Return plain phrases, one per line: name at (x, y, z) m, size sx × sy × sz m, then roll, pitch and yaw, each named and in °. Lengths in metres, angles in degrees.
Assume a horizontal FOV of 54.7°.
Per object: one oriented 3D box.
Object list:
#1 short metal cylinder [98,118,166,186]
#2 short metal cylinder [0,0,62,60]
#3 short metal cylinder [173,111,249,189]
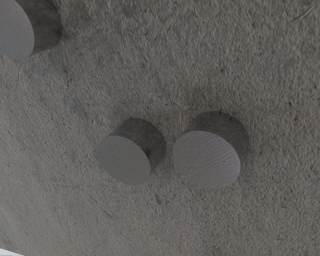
short metal cylinder at (-0.038, 0.033, 0.431) m, size 0.080 × 0.050 × 0.079 m, roll 13°, pitch 124°, yaw 21°
short metal cylinder at (-0.176, -0.135, 0.400) m, size 0.080 × 0.050 × 0.079 m, roll 13°, pitch 124°, yaw 21°
short metal cylinder at (0.062, 0.026, 0.374) m, size 0.080 × 0.050 × 0.079 m, roll 13°, pitch 124°, yaw 21°
